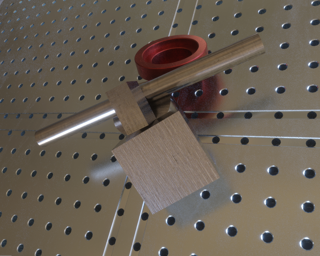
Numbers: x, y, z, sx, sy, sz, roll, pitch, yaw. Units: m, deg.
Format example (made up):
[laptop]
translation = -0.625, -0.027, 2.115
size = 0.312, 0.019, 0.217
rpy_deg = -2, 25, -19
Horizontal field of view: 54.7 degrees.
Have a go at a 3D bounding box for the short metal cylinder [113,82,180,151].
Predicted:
[short metal cylinder]
translation = -0.013, -0.014, 0.406
size = 0.080, 0.050, 0.080
rpy_deg = -13, 56, 20

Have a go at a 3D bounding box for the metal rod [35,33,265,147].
[metal rod]
translation = -0.024, -0.040, 0.379
size = 0.301, 0.025, 0.025
rpy_deg = -22, 54, 14

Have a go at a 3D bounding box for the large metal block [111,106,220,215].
[large metal block]
translation = 0.007, 0.032, 0.338
size = 0.080, 0.050, 0.080
rpy_deg = -31, 97, 8

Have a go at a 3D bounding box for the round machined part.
[round machined part]
translation = 0.018, -0.088, 0.426
size = 0.098, 0.042, 0.098
rpy_deg = -9, 37, 7

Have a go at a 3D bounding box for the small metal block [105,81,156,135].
[small metal block]
translation = -0.030, -0.024, 0.343
size = 0.025, 0.050, 0.050
rpy_deg = -26, 95, 12
